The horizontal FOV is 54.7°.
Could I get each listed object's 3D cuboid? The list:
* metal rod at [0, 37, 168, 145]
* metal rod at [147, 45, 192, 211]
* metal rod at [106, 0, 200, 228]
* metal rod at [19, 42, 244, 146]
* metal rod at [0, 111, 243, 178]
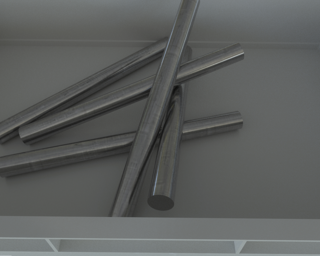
[{"bbox_3d":[-0.098,-0.066,0.459,0.302,0.025,0.025,-34,58,-26],"label":"metal rod"},{"bbox_3d":[0.021,-0.028,0.400,0.025,0.025,0.300,6,41,5],"label":"metal rod"},{"bbox_3d":[-0.001,-0.035,0.368,0.025,0.025,0.299,14,72,11],"label":"metal rod"},{"bbox_3d":[-0.034,-0.046,0.403,0.302,0.025,0.025,-22,53,-3],"label":"metal rod"},{"bbox_3d":[-0.041,0.018,0.389,0.302,0.025,0.025,-11,51,-10],"label":"metal rod"}]
